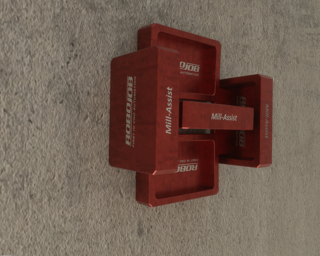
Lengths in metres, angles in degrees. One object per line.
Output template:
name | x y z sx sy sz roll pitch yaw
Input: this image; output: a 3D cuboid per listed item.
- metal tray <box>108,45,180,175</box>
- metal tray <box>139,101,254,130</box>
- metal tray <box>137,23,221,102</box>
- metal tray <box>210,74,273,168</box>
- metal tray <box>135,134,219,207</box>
metal tray | -0.020 -0.018 0.347 0.030 0.090 0.129 2 90 -41
metal tray | 0.049 -0.014 0.406 0.131 0.090 0.030 1 91 -40
metal tray | 0.030 -0.084 0.427 0.131 0.030 0.089 0 93 -40
metal tray | 0.119 -0.010 0.463 0.030 0.090 0.129 2 89 -40
metal tray | 0.028 0.053 0.428 0.131 0.030 0.089 1 89 -40
